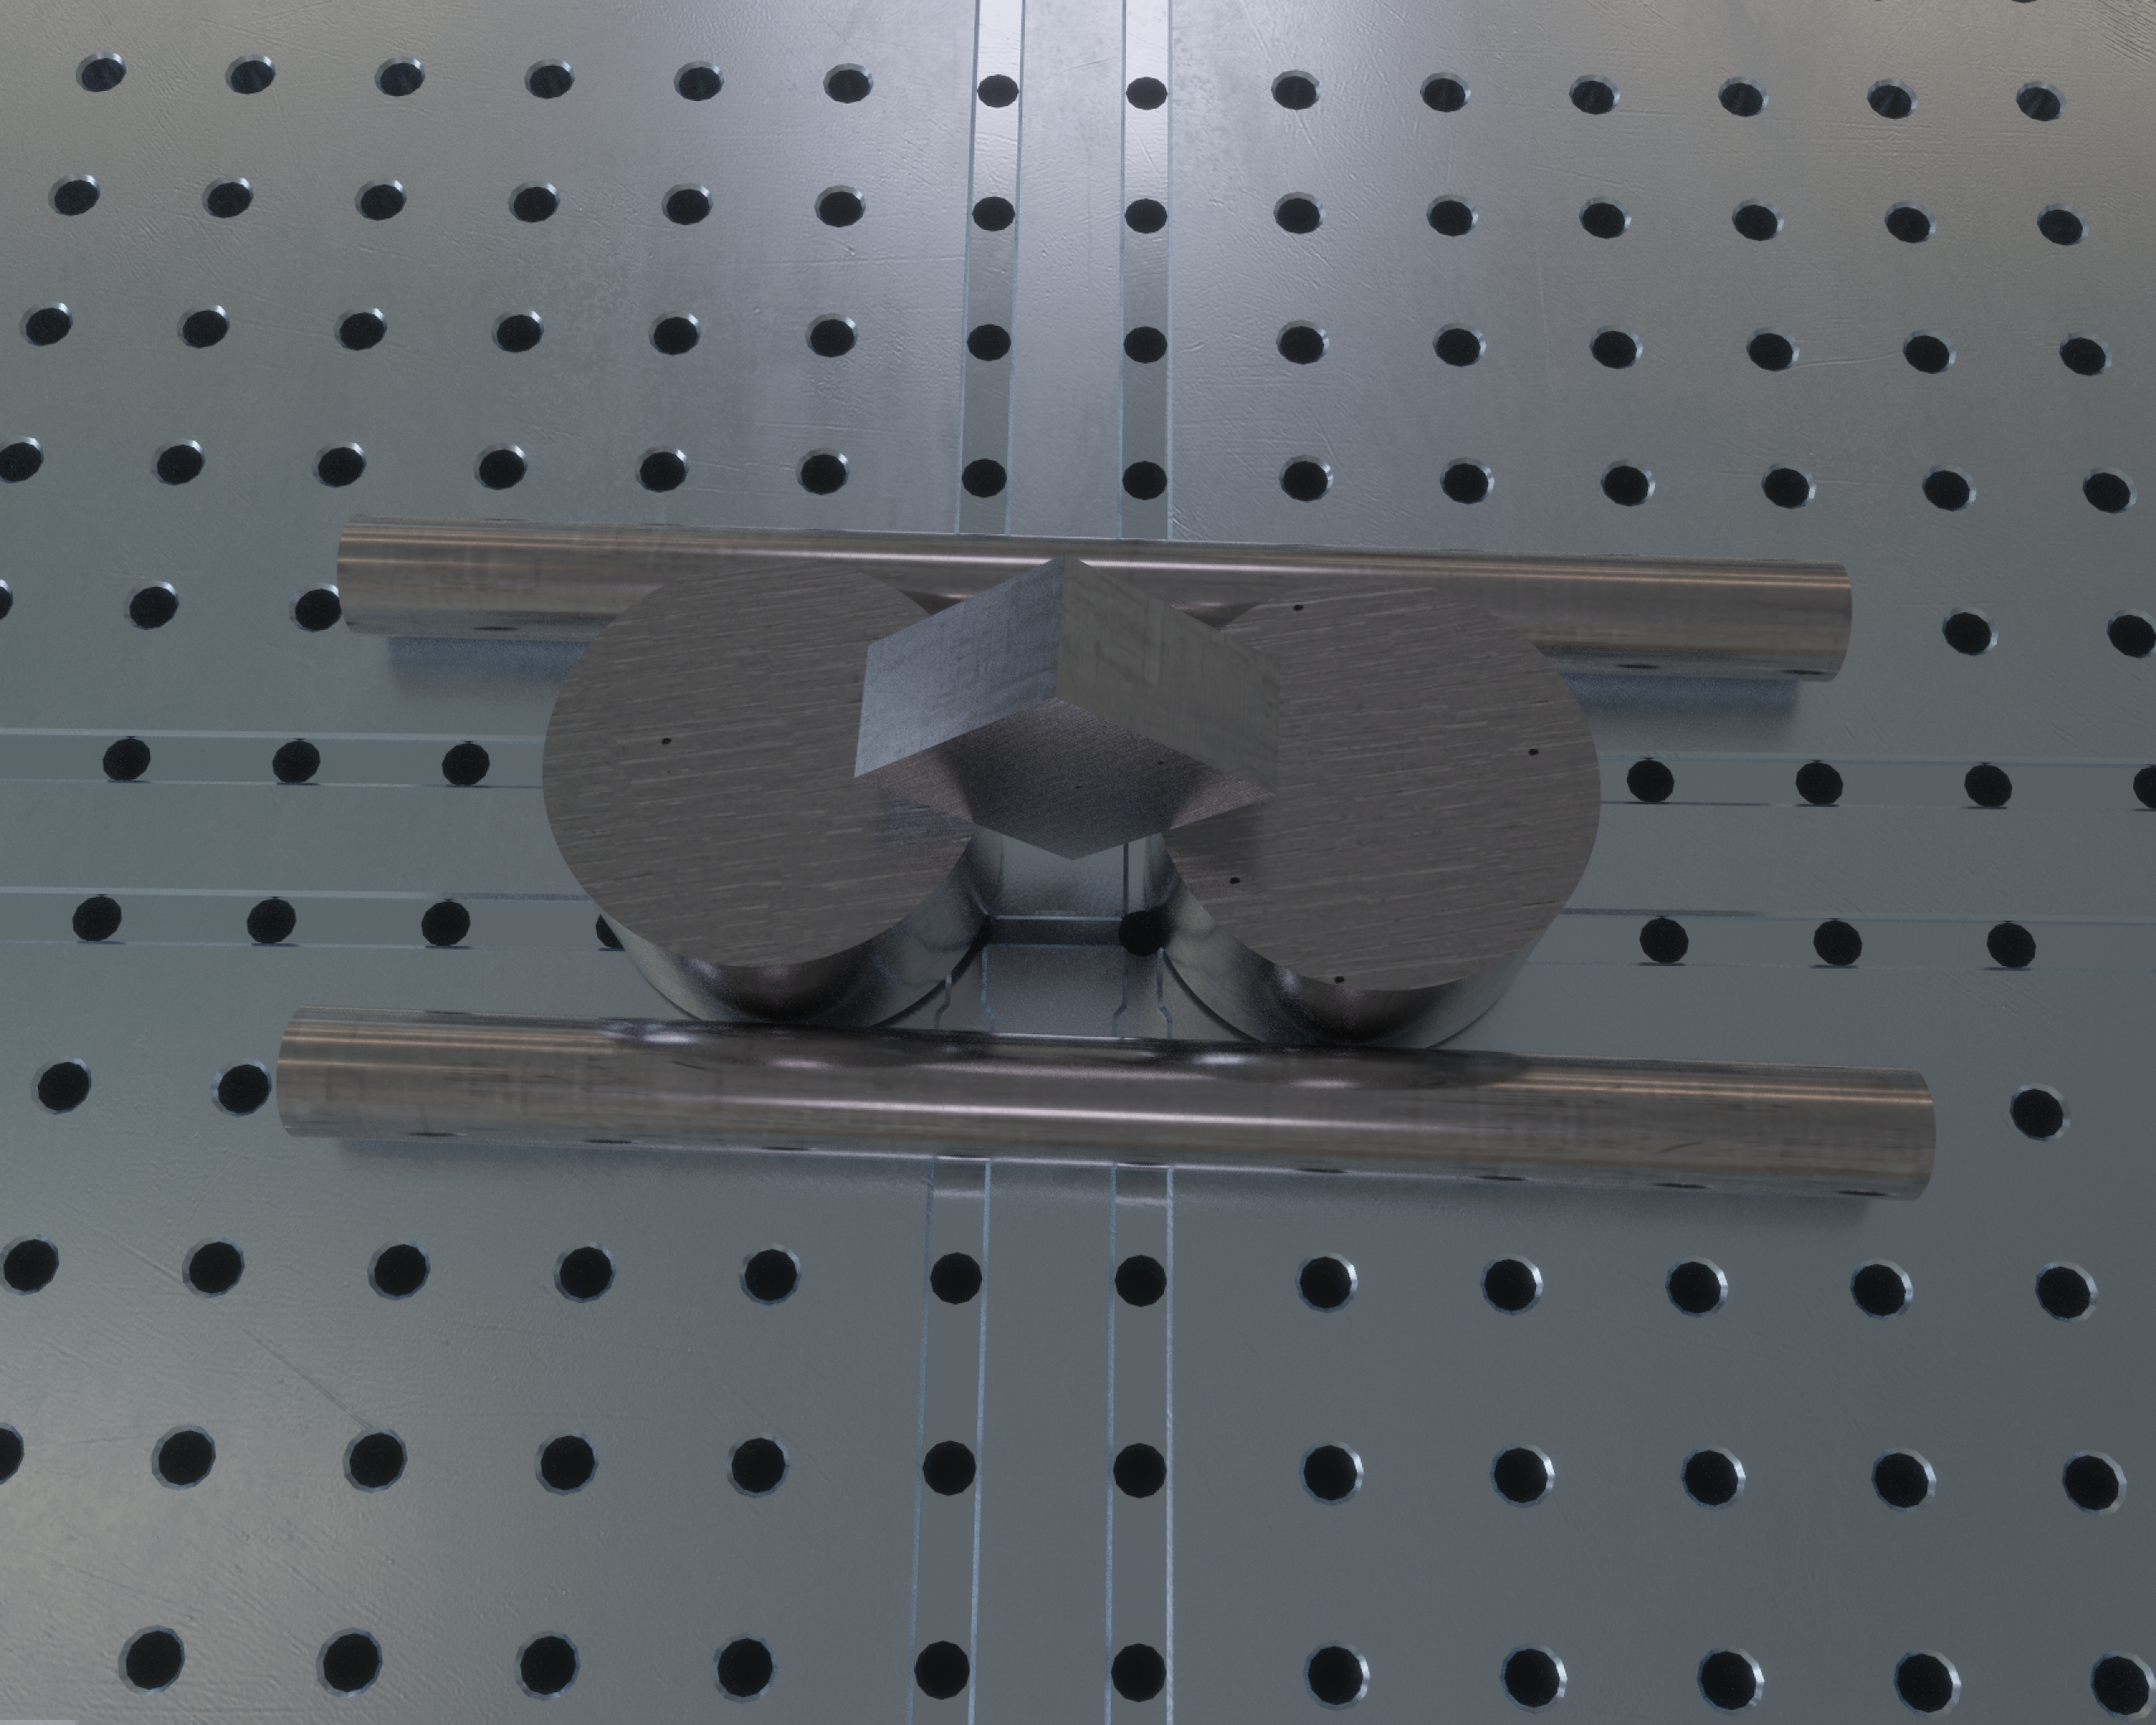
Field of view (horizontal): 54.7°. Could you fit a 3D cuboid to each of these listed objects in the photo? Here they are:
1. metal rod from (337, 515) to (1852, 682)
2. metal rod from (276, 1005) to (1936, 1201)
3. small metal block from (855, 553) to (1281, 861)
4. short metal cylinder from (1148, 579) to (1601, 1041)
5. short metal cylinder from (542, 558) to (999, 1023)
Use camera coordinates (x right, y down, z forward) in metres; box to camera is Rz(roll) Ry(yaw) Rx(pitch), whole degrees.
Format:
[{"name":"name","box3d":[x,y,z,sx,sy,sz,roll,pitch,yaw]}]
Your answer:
[{"name":"metal rod","box3d":[0.003,-0.054,0.428,0.302,0.025,0.025,2,70,0]},{"name":"metal rod","box3d":[0.005,0.045,0.392,0.302,0.025,0.025,2,70,0]},{"name":"small metal block","box3d":[-0.001,-0.024,0.355,0.050,0.050,0.025,21,63,-39]},{"name":"short metal cylinder","box3d":[0.054,-0.007,0.398,0.081,0.050,0.080,0,70,0]},{"name":"short metal cylinder","box3d":[-0.056,-0.011,0.398,0.081,0.050,0.080,0,70,0]}]
